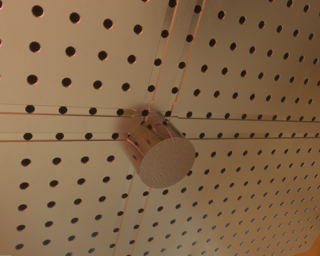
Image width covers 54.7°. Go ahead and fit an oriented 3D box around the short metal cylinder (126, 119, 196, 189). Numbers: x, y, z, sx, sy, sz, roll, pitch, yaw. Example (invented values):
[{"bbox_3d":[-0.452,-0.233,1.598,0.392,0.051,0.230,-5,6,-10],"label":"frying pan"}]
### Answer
[{"bbox_3d":[0.000,0.034,0.418,0.081,0.050,0.079,-14,124,-21],"label":"short metal cylinder"}]
